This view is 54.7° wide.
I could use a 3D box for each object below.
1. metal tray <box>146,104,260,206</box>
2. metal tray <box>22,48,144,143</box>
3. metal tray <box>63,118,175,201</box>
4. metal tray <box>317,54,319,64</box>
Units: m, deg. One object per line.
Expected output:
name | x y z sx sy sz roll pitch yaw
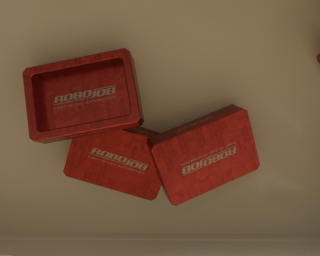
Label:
metal tray | 0.058 0.034 0.404 0.131 0.030 0.090 -22 110 -9
metal tray | -0.091 -0.037 0.372 0.131 0.030 0.090 -11 81 3
metal tray | -0.054 0.039 0.422 0.131 0.030 0.089 18 109 -7
metal tray | 0.235 -0.068 0.321 0.030 0.130 0.090 -40 88 -5
